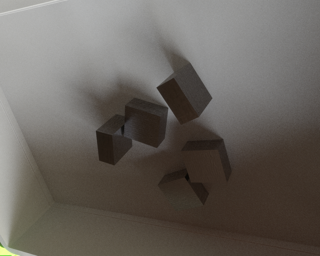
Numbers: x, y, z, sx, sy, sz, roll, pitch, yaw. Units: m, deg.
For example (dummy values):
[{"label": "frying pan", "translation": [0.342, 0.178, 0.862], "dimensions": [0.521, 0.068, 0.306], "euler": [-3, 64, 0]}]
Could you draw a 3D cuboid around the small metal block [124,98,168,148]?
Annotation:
[{"label": "small metal block", "translation": [-0.019, -0.007, 0.414], "dimensions": [0.050, 0.025, 0.050], "euler": [18, 126, 17]}]

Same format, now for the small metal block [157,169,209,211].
[{"label": "small metal block", "translation": [0.034, 0.089, 0.446], "dimensions": [0.050, 0.025, 0.050], "euler": [-24, 106, 36]}]

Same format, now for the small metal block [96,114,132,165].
[{"label": "small metal block", "translation": [-0.063, 0.016, 0.435], "dimensions": [0.025, 0.050, 0.050], "euler": [14, 124, 20]}]

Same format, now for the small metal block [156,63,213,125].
[{"label": "small metal block", "translation": [0.029, -0.040, 0.352], "dimensions": [0.025, 0.050, 0.050], "euler": [-25, 105, 37]}]

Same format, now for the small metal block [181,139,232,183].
[{"label": "small metal block", "translation": [0.061, 0.044, 0.404], "dimensions": [0.050, 0.025, 0.050], "euler": [-5, 116, 30]}]
